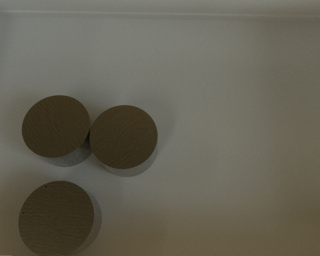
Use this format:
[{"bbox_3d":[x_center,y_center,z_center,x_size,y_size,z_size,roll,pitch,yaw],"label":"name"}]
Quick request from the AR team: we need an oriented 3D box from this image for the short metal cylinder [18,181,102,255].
[{"bbox_3d":[-0.112,0.105,0.357,0.081,0.050,0.080,0,70,0],"label":"short metal cylinder"}]

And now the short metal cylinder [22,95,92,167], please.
[{"bbox_3d":[-0.124,0.005,0.393,0.081,0.050,0.080,0,70,0],"label":"short metal cylinder"}]

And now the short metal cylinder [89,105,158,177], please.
[{"bbox_3d":[-0.043,0.018,0.389,0.081,0.050,0.080,0,70,0],"label":"short metal cylinder"}]
